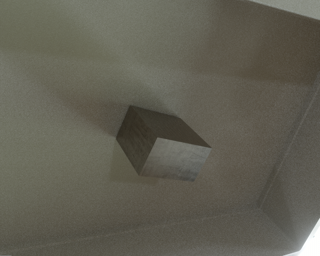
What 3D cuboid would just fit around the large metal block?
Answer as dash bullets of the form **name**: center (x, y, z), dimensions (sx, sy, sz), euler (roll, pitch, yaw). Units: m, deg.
- **large metal block**: center (0.003, 0.019, 0.385), dimensions (0.081, 0.080, 0.050), euler (13, 112, -34)
